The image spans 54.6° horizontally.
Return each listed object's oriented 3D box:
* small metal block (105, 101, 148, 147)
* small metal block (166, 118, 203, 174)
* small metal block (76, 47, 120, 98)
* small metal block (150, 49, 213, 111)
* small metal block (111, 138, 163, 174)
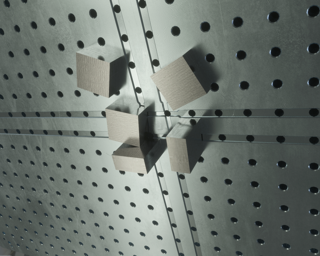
[{"bbox_3d":[-0.046,-0.006,0.432,0.050,0.025,0.050,13,124,21],"label":"small metal block"},{"bbox_3d":[0.032,0.021,0.392,0.025,0.050,0.050,5,121,26],"label":"small metal block"},{"bbox_3d":[-0.082,-0.074,0.410,0.050,0.025,0.050,20,126,16],"label":"small metal block"},{"bbox_3d":[0.025,-0.055,0.364,0.050,0.025,0.050,-26,104,37],"label":"small metal block"},{"bbox_3d":[-0.031,0.037,0.435,0.050,0.050,0.025,4,120,26],"label":"small metal block"}]
